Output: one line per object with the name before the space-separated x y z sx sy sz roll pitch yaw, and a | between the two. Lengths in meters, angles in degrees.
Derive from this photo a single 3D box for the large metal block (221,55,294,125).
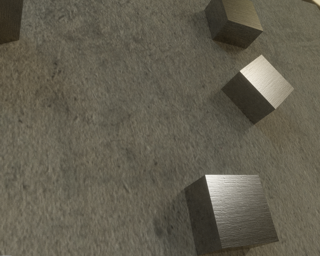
large metal block | 0.164 -0.065 0.519 0.080 0.050 0.081 49 51 6

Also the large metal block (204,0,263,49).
large metal block | 0.139 -0.206 0.591 0.081 0.050 0.080 7 59 -25

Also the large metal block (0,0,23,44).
large metal block | -0.204 -0.134 0.340 0.081 0.080 0.050 -30 79 -38

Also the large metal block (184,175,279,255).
large metal block | 0.083 0.103 0.372 0.081 0.050 0.080 5 60 -26
